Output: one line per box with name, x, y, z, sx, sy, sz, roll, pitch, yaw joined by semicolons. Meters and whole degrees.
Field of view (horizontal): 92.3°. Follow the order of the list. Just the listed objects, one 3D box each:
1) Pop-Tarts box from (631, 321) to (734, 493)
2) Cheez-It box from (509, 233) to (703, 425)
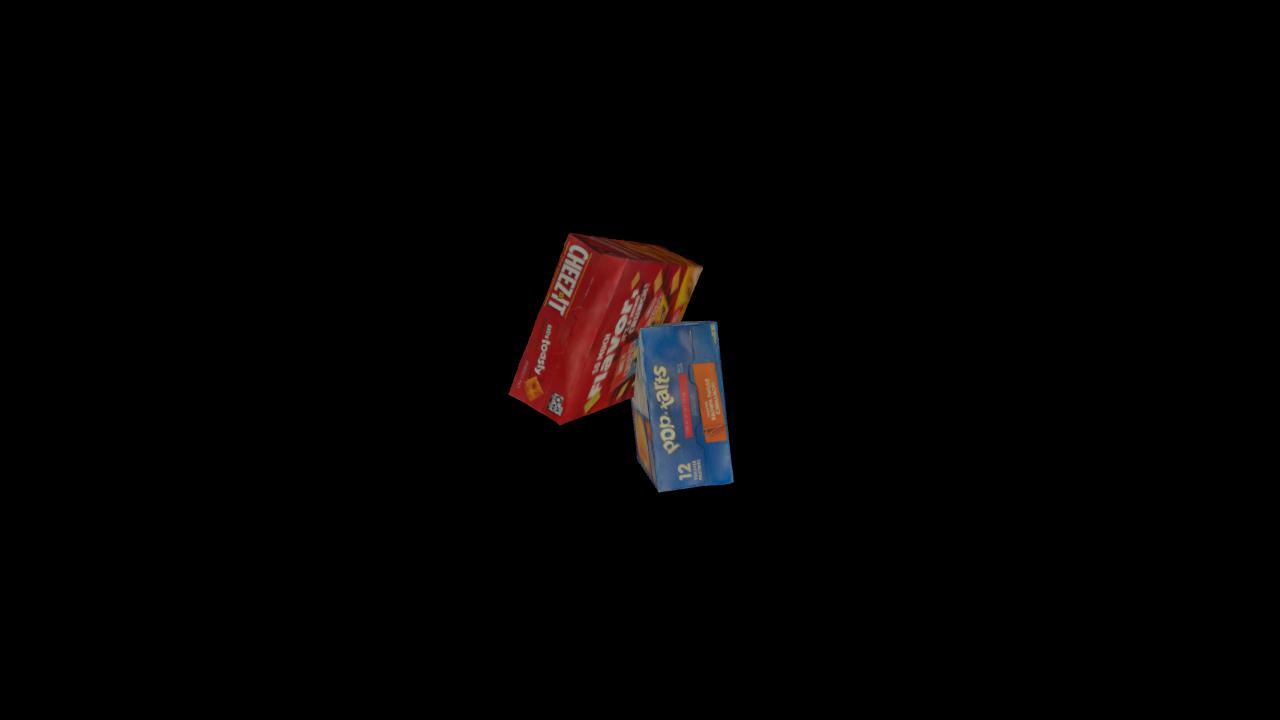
Pop-Tarts box;0.037;0.042;0.675;0.083;0.167;0.141;-8;4;-8
Cheez-It box;-0.024;-0.036;0.637;0.071;0.166;0.223;27;17;18
